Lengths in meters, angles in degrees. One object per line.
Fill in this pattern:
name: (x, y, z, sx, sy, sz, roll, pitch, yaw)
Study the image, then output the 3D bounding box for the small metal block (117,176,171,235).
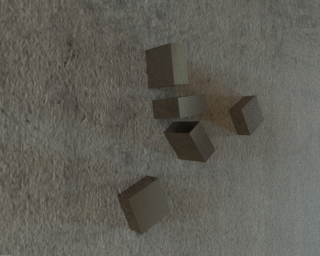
small metal block: (-0.020, 0.096, 0.391, 0.050, 0.025, 0.050, -30, 109, -36)

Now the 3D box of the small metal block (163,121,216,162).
small metal block: (0.040, 0.018, 0.424, 0.025, 0.050, 0.050, -46, 118, -30)

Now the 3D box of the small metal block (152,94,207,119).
small metal block: (0.026, -0.029, 0.412, 0.050, 0.050, 0.025, -13, 98, -40)

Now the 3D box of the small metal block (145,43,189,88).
small metal block: (0.008, -0.079, 0.397, 0.025, 0.050, 0.050, -10, 97, -40)

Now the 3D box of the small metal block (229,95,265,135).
small metal block: (0.150, -0.022, 0.534, 0.050, 0.025, 0.050, -39, 114, -33)
